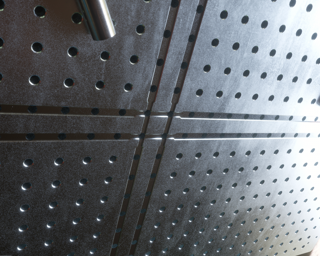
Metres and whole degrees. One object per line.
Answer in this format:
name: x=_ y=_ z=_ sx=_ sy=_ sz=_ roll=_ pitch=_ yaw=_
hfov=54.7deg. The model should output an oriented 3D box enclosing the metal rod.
metal rod: x=-0.090 y=-0.211 z=0.231 sx=0.025 sy=0.025 sz=0.298 roll=-25 pitch=128 yaw=-13
